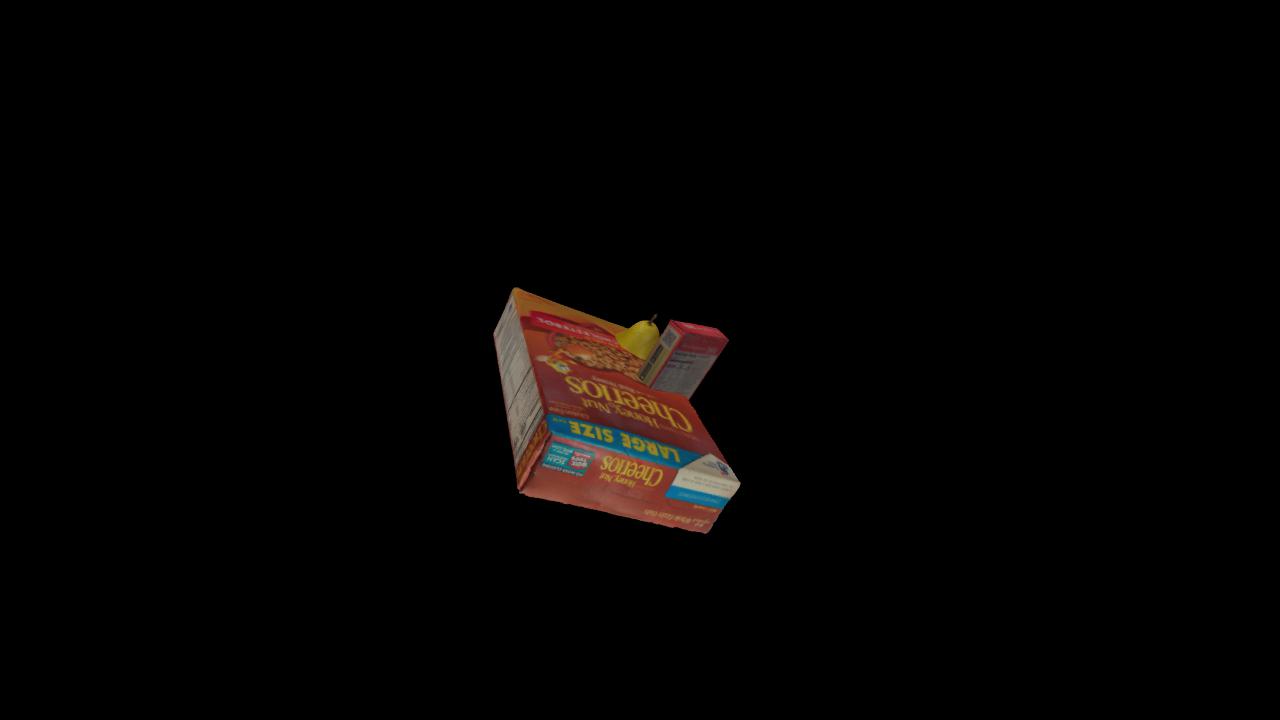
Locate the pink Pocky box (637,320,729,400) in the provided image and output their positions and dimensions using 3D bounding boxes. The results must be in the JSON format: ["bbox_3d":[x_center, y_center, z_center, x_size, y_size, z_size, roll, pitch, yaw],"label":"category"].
[{"bbox_3d":[0.029,0.027,0.690,0.084,0.155,0.029,6,34,-48],"label":"pink Pocky box"}]

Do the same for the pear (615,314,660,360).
[{"bbox_3d":[-0.004,-0.017,0.746,0.080,0.111,0.080,26,25,-13],"label":"pear"}]

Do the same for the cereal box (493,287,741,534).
[{"bbox_3d":[-0.042,0.042,0.667,0.203,0.081,0.306,19,21,-26],"label":"cereal box"}]
